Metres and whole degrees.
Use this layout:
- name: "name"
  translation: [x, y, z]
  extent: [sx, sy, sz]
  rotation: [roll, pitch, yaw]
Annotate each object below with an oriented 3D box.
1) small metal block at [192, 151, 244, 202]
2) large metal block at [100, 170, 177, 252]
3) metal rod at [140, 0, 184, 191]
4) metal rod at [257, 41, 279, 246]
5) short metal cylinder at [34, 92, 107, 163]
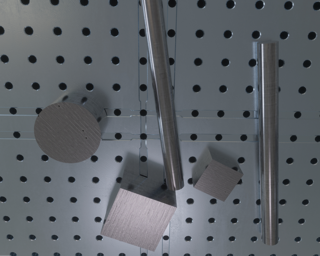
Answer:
- name: "small metal block"
  translation: [0.081, 0.069, 0.440]
  extent: [0.050, 0.025, 0.050]
  rotation: [27, 108, -10]
- name: "large metal block"
  translation: [-0.030, 0.118, 0.443]
  extent: [0.080, 0.050, 0.079]
  rotation: [21, 109, -8]
- name: "metal rod"
  translation: [0.003, -0.056, 0.392]
  extent: [0.025, 0.025, 0.298]
  rotation: [-7, 110, 2]
- name: "metal rod"
  translation: [0.150, 0.034, 0.427]
  extent: [0.025, 0.025, 0.298]
  rotation: [-7, 110, 2]
- name: "short metal cylinder"
  translation: [-0.112, -0.002, 0.398]
  extent: [0.081, 0.050, 0.079]
  rotation: [0, 110, 0]
